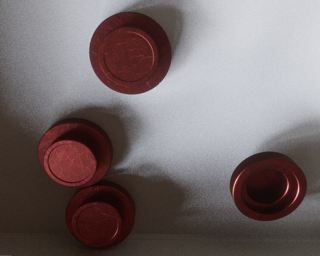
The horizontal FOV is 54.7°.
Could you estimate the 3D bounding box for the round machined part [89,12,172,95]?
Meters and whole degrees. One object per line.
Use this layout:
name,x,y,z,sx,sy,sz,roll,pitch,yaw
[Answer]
round machined part,-0.035,-0.087,0.370,0.099,0.042,0.097,0,110,0

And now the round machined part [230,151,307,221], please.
round machined part,0.146,0.076,0.432,0.099,0.042,0.097,0,110,0

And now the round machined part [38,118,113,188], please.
round machined part,-0.115,0.039,0.415,0.099,0.042,0.097,0,110,0

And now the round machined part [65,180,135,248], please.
round machined part,-0.085,0.128,0.441,0.099,0.042,0.097,0,101,-1
